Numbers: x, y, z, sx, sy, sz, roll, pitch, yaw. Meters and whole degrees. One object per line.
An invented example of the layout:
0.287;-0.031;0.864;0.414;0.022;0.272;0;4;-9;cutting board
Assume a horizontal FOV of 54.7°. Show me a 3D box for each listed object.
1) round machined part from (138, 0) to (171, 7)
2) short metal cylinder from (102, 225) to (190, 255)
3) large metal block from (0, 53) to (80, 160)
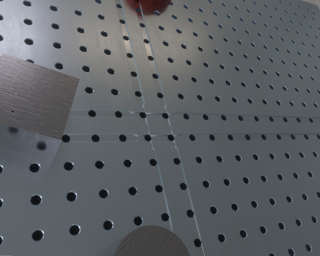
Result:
-0.014;-0.267;0.553;0.099;0.042;0.098;14;56;-21;round machined part
-0.015;0.140;0.298;0.081;0.050;0.080;14;56;-21;short metal cylinder
-0.140;-0.021;0.330;0.081;0.050;0.080;18;55;-18;large metal block
